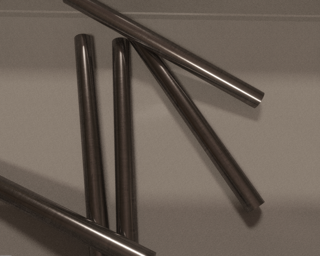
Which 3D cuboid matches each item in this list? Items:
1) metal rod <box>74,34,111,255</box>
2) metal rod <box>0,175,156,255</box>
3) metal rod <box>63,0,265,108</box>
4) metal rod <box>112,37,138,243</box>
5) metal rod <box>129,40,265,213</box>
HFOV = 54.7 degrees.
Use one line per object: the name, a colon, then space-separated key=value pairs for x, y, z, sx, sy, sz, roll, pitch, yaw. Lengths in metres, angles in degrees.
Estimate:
metal rod: x=-0.091 y=0.008 z=0.405 sx=0.025 sy=0.025 sz=0.299 roll=-8 pitch=70 yaw=-3
metal rod: x=-0.146 y=0.089 z=0.357 sx=0.301 sy=0.025 sz=0.025 roll=21 pitch=71 yaw=14
metal rod: x=0.005 y=-0.111 z=0.426 sx=0.301 sy=0.025 sz=0.025 roll=29 pitch=72 yaw=0
metal rod: x=-0.047 y=0.015 z=0.403 sx=0.025 sy=0.025 sz=0.299 roll=-4 pitch=70 yaw=-2
metal rod: x=0.038 y=-0.024 z=0.418 sx=0.025 sy=0.025 sz=0.299 roll=-30 pitch=73 yaw=-11
